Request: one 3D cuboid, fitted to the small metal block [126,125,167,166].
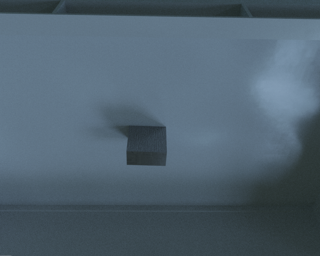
[{"bbox_3d":[-0.017,0.023,0.412,0.050,0.050,0.025,2,130,-2],"label":"small metal block"}]
